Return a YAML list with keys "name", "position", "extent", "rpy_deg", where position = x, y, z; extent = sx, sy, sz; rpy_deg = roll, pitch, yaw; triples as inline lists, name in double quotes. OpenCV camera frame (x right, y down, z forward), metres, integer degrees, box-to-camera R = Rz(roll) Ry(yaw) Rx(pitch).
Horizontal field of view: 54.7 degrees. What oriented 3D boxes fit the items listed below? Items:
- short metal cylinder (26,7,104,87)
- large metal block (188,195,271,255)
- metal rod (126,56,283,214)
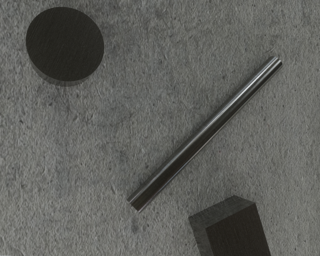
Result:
- name: "short metal cylinder"
  position: [-0.109, -0.090, 0.355]
  extent: [0.081, 0.050, 0.079]
  rpy_deg: [0, 90, -20]
- name: "large metal block"
  position: [0.096, 0.151, 0.432]
  extent: [0.081, 0.050, 0.080]
  rpy_deg: [-20, 97, -19]
- name: "metal rod"
  position: [0.071, 0.000, 0.435]
  extent: [0.301, 0.025, 0.025]
  rpy_deg: [-44, 104, -15]
